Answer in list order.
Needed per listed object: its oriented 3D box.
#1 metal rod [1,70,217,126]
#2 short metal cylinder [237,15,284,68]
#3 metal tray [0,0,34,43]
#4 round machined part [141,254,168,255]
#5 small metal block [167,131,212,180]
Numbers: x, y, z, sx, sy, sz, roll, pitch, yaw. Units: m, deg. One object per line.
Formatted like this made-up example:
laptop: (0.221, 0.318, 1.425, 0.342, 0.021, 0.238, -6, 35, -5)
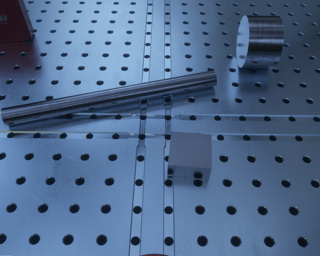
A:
metal rod: (-0.064, -0.045, 0.444, 0.302, 0.025, 0.025, -12, 51, -11)
short metal cylinder: (0.155, -0.135, 0.487, 0.050, 0.080, 0.080, 1, 50, 1)
metal tray: (-0.293, -0.188, 0.519, 0.131, 0.089, 0.030, -6, 51, -6)
round machined part: (-0.005, 0.163, 0.260, 0.099, 0.042, 0.098, 0, 50, 0)
small metal block: (0.037, 0.033, 0.380, 0.050, 0.025, 0.050, 5, 50, 3)
